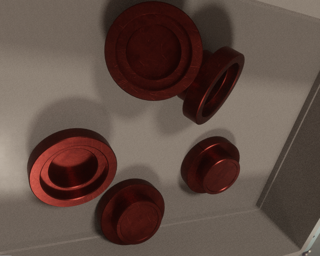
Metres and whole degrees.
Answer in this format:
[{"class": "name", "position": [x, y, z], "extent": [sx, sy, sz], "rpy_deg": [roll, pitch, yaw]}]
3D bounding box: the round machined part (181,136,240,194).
[{"class": "round machined part", "position": [0.086, 0.065, 0.487], "extent": [0.099, 0.042, 0.097], "rpy_deg": [-14, 125, -21]}]

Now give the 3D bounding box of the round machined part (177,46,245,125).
[{"class": "round machined part", "position": [0.057, -0.056, 0.378], "extent": [0.098, 0.042, 0.098], "rpy_deg": [-45, 158, -23]}]

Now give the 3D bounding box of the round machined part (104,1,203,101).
[{"class": "round machined part", "position": [-0.007, -0.081, 0.329], "extent": [0.099, 0.042, 0.097], "rpy_deg": [-1, 107, -2]}]

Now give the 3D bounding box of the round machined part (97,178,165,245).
[{"class": "round machined part", "position": [-0.036, 0.126, 0.444], "extent": [0.099, 0.042, 0.097], "rpy_deg": [-8, 109, -25]}]

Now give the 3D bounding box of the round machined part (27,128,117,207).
[{"class": "round machined part", "position": [-0.104, 0.042, 0.368], "extent": [0.099, 0.042, 0.097], "rpy_deg": [-14, 125, -21]}]
